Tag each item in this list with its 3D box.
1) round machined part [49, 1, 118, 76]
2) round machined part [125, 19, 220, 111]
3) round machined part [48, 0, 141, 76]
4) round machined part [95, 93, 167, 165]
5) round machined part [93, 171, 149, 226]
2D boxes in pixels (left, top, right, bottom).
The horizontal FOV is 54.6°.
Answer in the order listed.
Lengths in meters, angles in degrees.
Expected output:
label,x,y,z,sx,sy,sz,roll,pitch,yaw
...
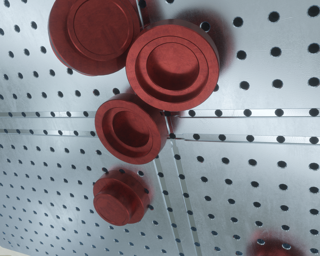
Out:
label,x,y,z,sx,sy,sz,roll,pitch,yaw
round machined part,-0.097,-0.110,0.384,0.098,0.042,0.097,13,124,21
round machined part,0.015,-0.070,0.339,0.098,0.042,0.097,5,125,7
round machined part,-0.066,-0.105,0.332,0.042,0.099,0.098,21,138,64
round machined part,-0.035,-0.002,0.418,0.098,0.042,0.097,13,124,21
round machined part,-0.071,0.123,0.514,0.098,0.042,0.097,13,124,21
